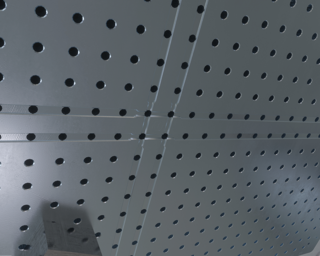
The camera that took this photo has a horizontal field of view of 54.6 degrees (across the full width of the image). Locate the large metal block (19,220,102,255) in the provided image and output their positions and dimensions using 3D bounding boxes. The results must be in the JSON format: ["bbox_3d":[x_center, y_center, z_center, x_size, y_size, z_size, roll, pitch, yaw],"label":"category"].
[{"bbox_3d":[-0.141,0.183,0.430,0.080,0.050,0.080,27,104,-37],"label":"large metal block"}]
